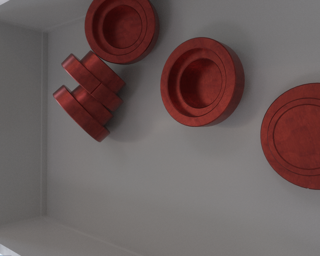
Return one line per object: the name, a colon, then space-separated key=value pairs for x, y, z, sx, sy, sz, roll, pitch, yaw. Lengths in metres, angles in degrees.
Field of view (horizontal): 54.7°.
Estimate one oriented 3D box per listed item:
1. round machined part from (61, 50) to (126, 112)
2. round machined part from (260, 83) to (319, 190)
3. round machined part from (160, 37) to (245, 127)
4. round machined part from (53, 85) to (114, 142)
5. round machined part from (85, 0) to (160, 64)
round machined part: x=-0.086 y=-0.071 z=0.438 sx=0.042 sy=0.098 sz=0.098 roll=-47 pitch=59 yaw=1
round machined part: x=0.138 y=0.008 z=0.281 sx=0.098 sy=0.042 sz=0.097 roll=0 pitch=90 yaw=40
round machined part: x=0.051 y=-0.050 z=0.354 sx=0.098 sy=0.042 sz=0.097 roll=0 pitch=90 yaw=40
round machined part: x=-0.107 y=-0.028 z=0.458 sx=0.042 sy=0.098 sz=0.098 roll=-43 pitch=59 yaw=-5
round machined part: x=-0.048 y=-0.135 z=0.419 sx=0.098 sy=0.042 sz=0.097 roll=2 pitch=97 yaw=15
